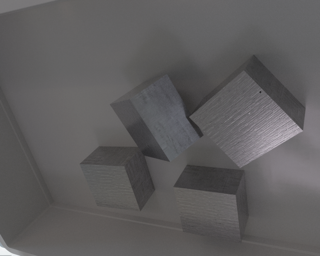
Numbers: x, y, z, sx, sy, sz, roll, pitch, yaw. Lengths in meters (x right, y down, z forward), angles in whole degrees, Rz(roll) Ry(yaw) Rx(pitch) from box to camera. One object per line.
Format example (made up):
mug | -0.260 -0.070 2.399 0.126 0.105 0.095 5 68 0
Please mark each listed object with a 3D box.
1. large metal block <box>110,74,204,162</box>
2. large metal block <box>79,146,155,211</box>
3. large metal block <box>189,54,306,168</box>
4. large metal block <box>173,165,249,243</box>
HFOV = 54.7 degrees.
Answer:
large metal block | -0.007 -0.011 0.367 0.080 0.050 0.080 58 160 -13
large metal block | -0.063 0.075 0.472 0.080 0.050 0.080 -1 118 29
large metal block | 0.093 -0.017 0.333 0.080 0.050 0.080 45 129 -4
large metal block | 0.071 0.100 0.417 0.080 0.050 0.080 2 120 27
